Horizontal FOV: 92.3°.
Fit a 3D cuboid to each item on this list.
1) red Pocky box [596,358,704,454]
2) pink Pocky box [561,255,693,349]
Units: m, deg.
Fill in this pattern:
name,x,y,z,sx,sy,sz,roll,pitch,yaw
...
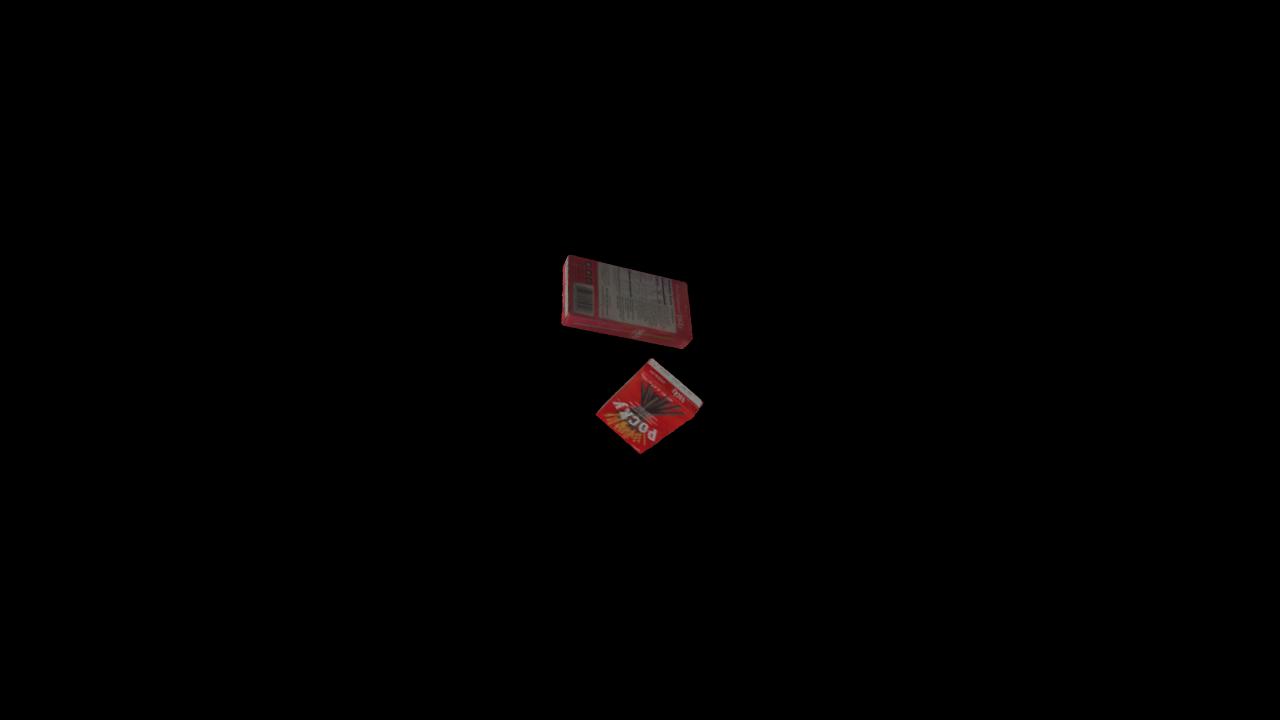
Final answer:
name,x,y,z,sx,sy,sz,roll,pitch,yaw
red Pocky box,0.007,0.061,0.757,0.083,0.028,0.155,40,-35,-3
pink Pocky box,-0.014,-0.066,0.714,0.155,0.084,0.029,10,-32,-23
